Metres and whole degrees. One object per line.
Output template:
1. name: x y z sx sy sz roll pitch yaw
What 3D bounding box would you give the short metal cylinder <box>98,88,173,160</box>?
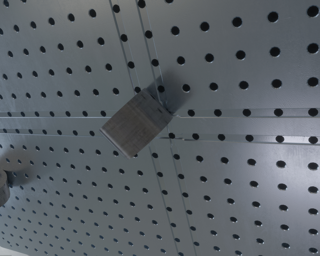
1. short metal cylinder: -0.030 -0.005 0.388 0.050 0.080 0.080 47 129 -5

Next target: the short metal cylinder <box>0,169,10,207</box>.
1. short metal cylinder: -0.359 0.126 0.643 0.080 0.080 0.050 21 126 15
